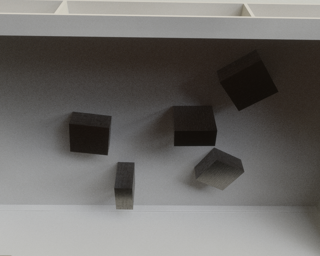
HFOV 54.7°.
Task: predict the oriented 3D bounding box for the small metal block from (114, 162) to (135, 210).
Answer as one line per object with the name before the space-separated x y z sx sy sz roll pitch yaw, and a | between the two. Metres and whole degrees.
small metal block | -0.052 0.087 0.466 0.025 0.050 0.050 2 130 -1

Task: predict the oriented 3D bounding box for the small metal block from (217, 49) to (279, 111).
small metal block | 0.102 -0.055 0.363 0.050 0.025 0.050 -28 125 21

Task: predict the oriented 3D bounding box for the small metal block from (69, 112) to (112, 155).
small metal block | -0.093 0.008 0.415 0.050 0.025 0.050 7 130 -6

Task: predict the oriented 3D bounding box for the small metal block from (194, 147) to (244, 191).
small metal block | 0.088 0.062 0.463 0.050 0.025 0.050 24 126 -20

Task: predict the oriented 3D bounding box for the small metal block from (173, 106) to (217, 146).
small metal block | 0.042 -0.003 0.390 0.050 0.050 0.025 0 130 0
